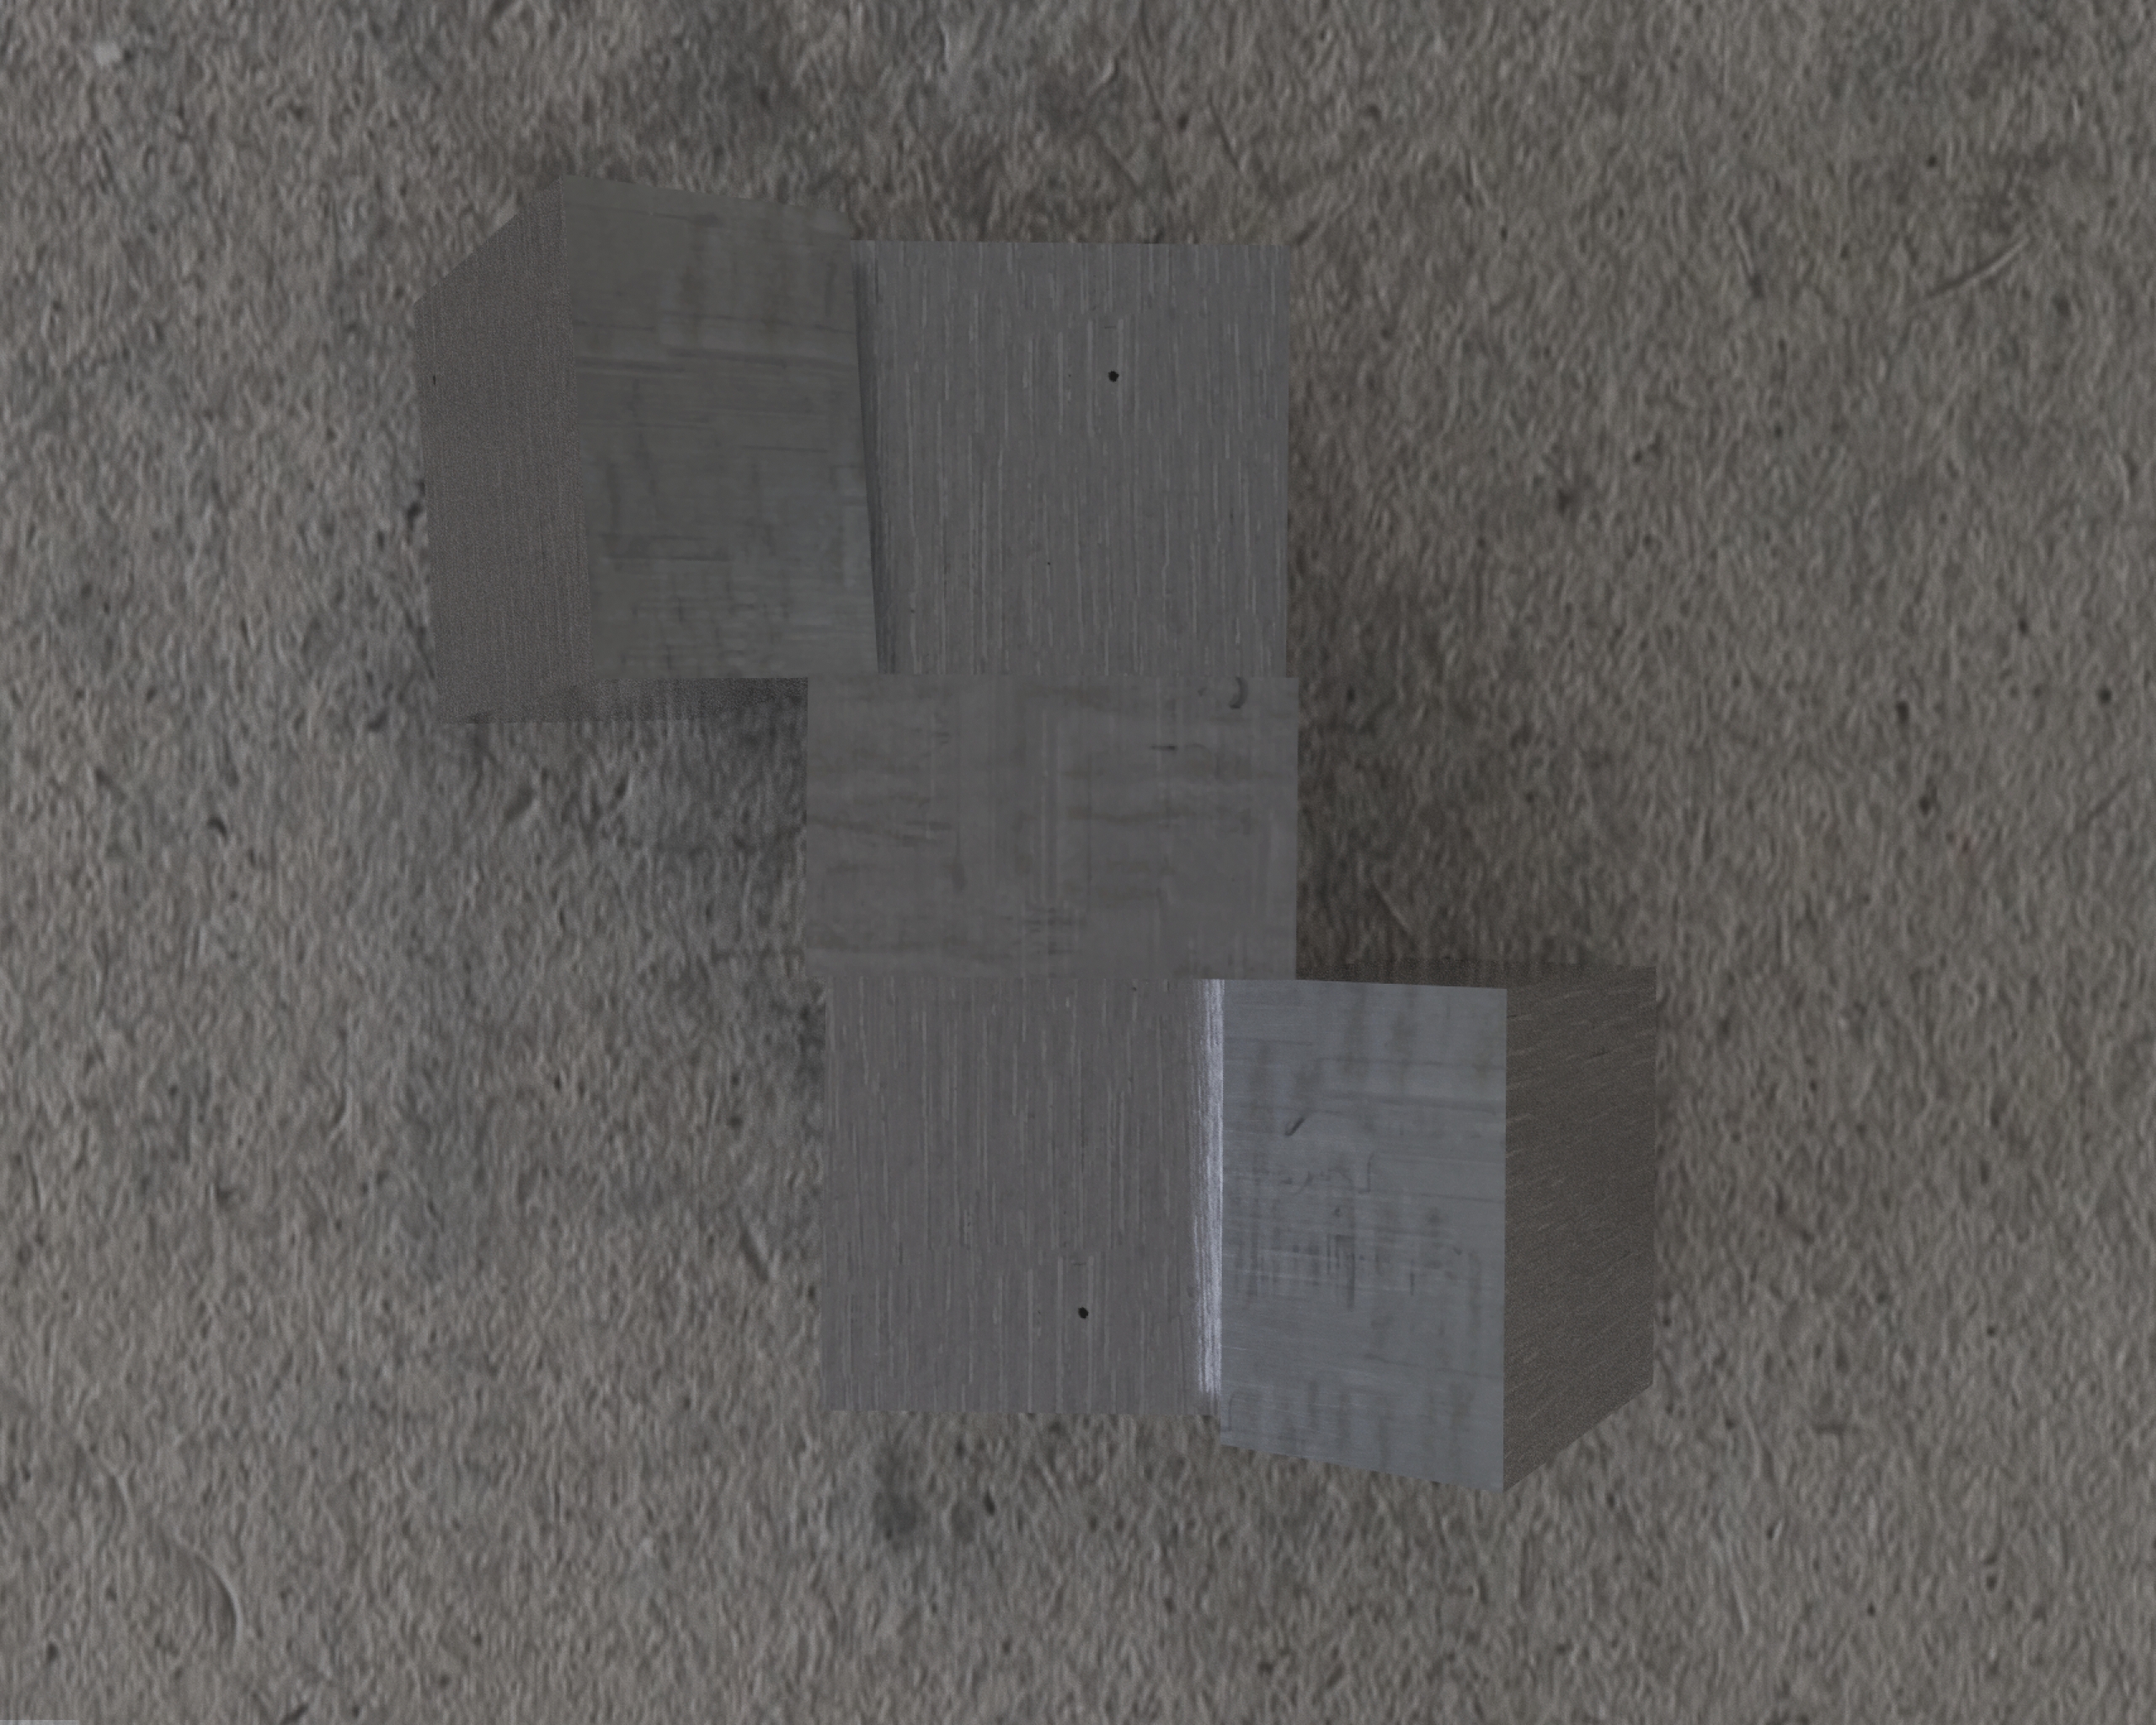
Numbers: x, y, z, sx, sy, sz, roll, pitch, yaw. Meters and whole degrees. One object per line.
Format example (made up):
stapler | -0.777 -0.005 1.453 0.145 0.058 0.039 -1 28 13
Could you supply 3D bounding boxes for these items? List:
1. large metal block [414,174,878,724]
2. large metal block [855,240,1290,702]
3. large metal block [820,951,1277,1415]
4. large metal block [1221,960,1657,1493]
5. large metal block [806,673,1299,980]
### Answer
large metal block | -0.080 -0.068 0.375 0.050 0.080 0.080 -4 90 -34
large metal block | -0.003 -0.071 0.397 0.081 0.050 0.080 1 90 0
large metal block | -0.005 0.058 0.397 0.081 0.050 0.080 1 90 0
large metal block | 0.067 0.059 0.376 0.050 0.080 0.080 1 90 32
large metal block | -0.004 -0.006 0.382 0.081 0.080 0.050 1 90 0
